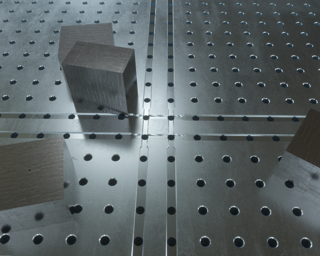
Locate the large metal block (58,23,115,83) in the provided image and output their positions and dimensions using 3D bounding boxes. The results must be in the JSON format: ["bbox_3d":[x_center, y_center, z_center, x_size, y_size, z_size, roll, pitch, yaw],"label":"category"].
[{"bbox_3d":[-0.112,-0.121,0.493,0.080,0.050,0.080,-6,50,-5],"label":"large metal block"}]

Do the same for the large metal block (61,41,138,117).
[{"bbox_3d":[-0.078,-0.067,0.428,0.080,0.080,0.050,10,51,8],"label":"large metal block"}]

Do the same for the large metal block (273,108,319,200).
[{"bbox_3d":[0.194,0.034,0.364,0.080,0.050,0.080,30,56,22],"label":"large metal block"}]

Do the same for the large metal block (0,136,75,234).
[{"bbox_3d":[-0.141,0.061,0.340,0.080,0.050,0.080,-9,51,-8],"label":"large metal block"}]
